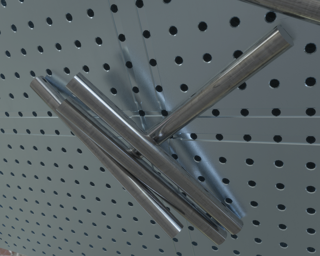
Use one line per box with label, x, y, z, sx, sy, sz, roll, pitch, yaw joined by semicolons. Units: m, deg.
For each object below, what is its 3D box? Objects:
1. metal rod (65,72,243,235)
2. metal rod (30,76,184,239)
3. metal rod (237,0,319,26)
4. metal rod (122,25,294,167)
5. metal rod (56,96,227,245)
metal rod;0.002;0.042;0.405;0.300;0.025;0.025;43;130;-14
metal rod;-0.080;0.038;0.446;0.300;0.025;0.025;46;129;7
metal rod;0.058;-0.140;0.293;0.301;0.025;0.025;23;127;13
metal rod;0.028;-0.015;0.386;0.025;0.025;0.299;47;129;-5
metal rod;-0.017;0.066;0.432;0.300;0.025;0.025;42;130;-13
